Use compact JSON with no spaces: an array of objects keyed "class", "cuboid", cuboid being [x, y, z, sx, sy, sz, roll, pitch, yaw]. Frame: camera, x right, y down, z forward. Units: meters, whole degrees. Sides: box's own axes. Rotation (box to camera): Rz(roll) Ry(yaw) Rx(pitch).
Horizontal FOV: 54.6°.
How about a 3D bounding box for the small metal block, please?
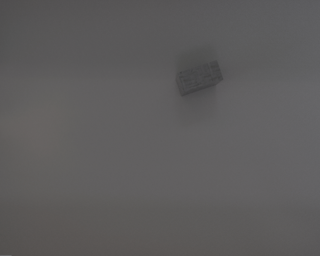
[{"class":"small metal block","cuboid":[0.049,-0.063,0.399,0.050,0.050,0.025,-18,90,0]}]
